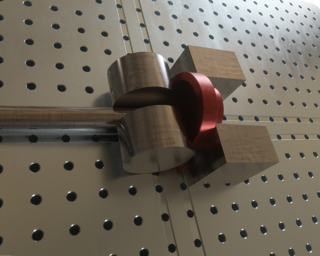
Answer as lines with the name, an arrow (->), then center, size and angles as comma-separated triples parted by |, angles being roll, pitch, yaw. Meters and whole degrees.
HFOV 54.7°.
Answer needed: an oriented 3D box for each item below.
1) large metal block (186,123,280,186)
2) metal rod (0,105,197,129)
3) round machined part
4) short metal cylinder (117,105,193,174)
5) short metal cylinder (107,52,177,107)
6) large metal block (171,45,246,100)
large metal block -> 0.088, 0.036, 0.399 | 0.081, 0.080, 0.050 | 3, 61, -27
metal rod -> -0.095, -0.012, 0.349 | 0.303, 0.025, 0.025 | -1, 62, -24
round machined part -> 0.044, -0.021, 0.397 | 0.042, 0.097, 0.098 | 1, 62, -28
short metal cylinder -> -0.007, 0.015, 0.359 | 0.081, 0.080, 0.050 | 1, 62, -28
short metal cylinder -> -0.023, -0.050, 0.391 | 0.081, 0.080, 0.050 | 1, 62, -28
large metal block -> 0.061, -0.069, 0.449 | 0.081, 0.080, 0.050 | 0, 62, -28
